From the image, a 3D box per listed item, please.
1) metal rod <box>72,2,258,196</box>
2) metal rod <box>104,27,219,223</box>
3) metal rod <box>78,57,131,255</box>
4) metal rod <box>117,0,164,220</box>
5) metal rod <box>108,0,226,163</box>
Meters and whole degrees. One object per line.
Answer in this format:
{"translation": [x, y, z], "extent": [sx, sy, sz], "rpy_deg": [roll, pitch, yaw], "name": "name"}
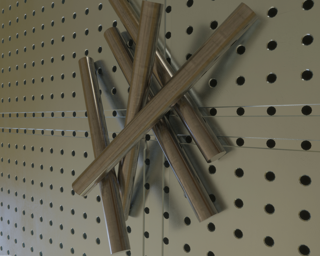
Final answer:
{"translation": [-0.005, -0.022, 0.370], "extent": [0.299, 0.025, 0.025], "rpy_deg": [-46, 62, 15], "name": "metal rod"}
{"translation": [-0.008, -0.019, 0.413], "extent": [0.025, 0.025, 0.299], "rpy_deg": [-41, 65, 32], "name": "metal rod"}
{"translation": [-0.085, 0.022, 0.445], "extent": [0.025, 0.025, 0.299], "rpy_deg": [-34, 60, 34], "name": "metal rod"}
{"translation": [-0.034, -0.006, 0.405], "extent": [0.025, 0.025, 0.298], "rpy_deg": [26, 116, 36], "name": "metal rod"}
{"translation": [-0.004, -0.087, 0.410], "extent": [0.025, 0.025, 0.299], "rpy_deg": [-44, 64, 31], "name": "metal rod"}
